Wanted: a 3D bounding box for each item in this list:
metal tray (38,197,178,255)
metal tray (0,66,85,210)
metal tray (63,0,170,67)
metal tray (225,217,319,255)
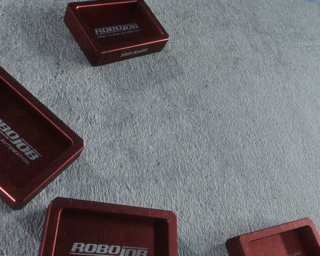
[{"bbox_3d":[-0.047,0.122,0.300,0.131,0.030,0.090,13,56,-21],"label":"metal tray"},{"bbox_3d":[-0.155,0.006,0.312,0.130,0.030,0.090,42,51,0],"label":"metal tray"},{"bbox_3d":[-0.061,-0.146,0.456,0.131,0.030,0.090,-24,75,-36],"label":"metal tray"},{"bbox_3d":[0.152,0.167,0.379,0.131,0.030,0.090,-2,63,-29],"label":"metal tray"}]
